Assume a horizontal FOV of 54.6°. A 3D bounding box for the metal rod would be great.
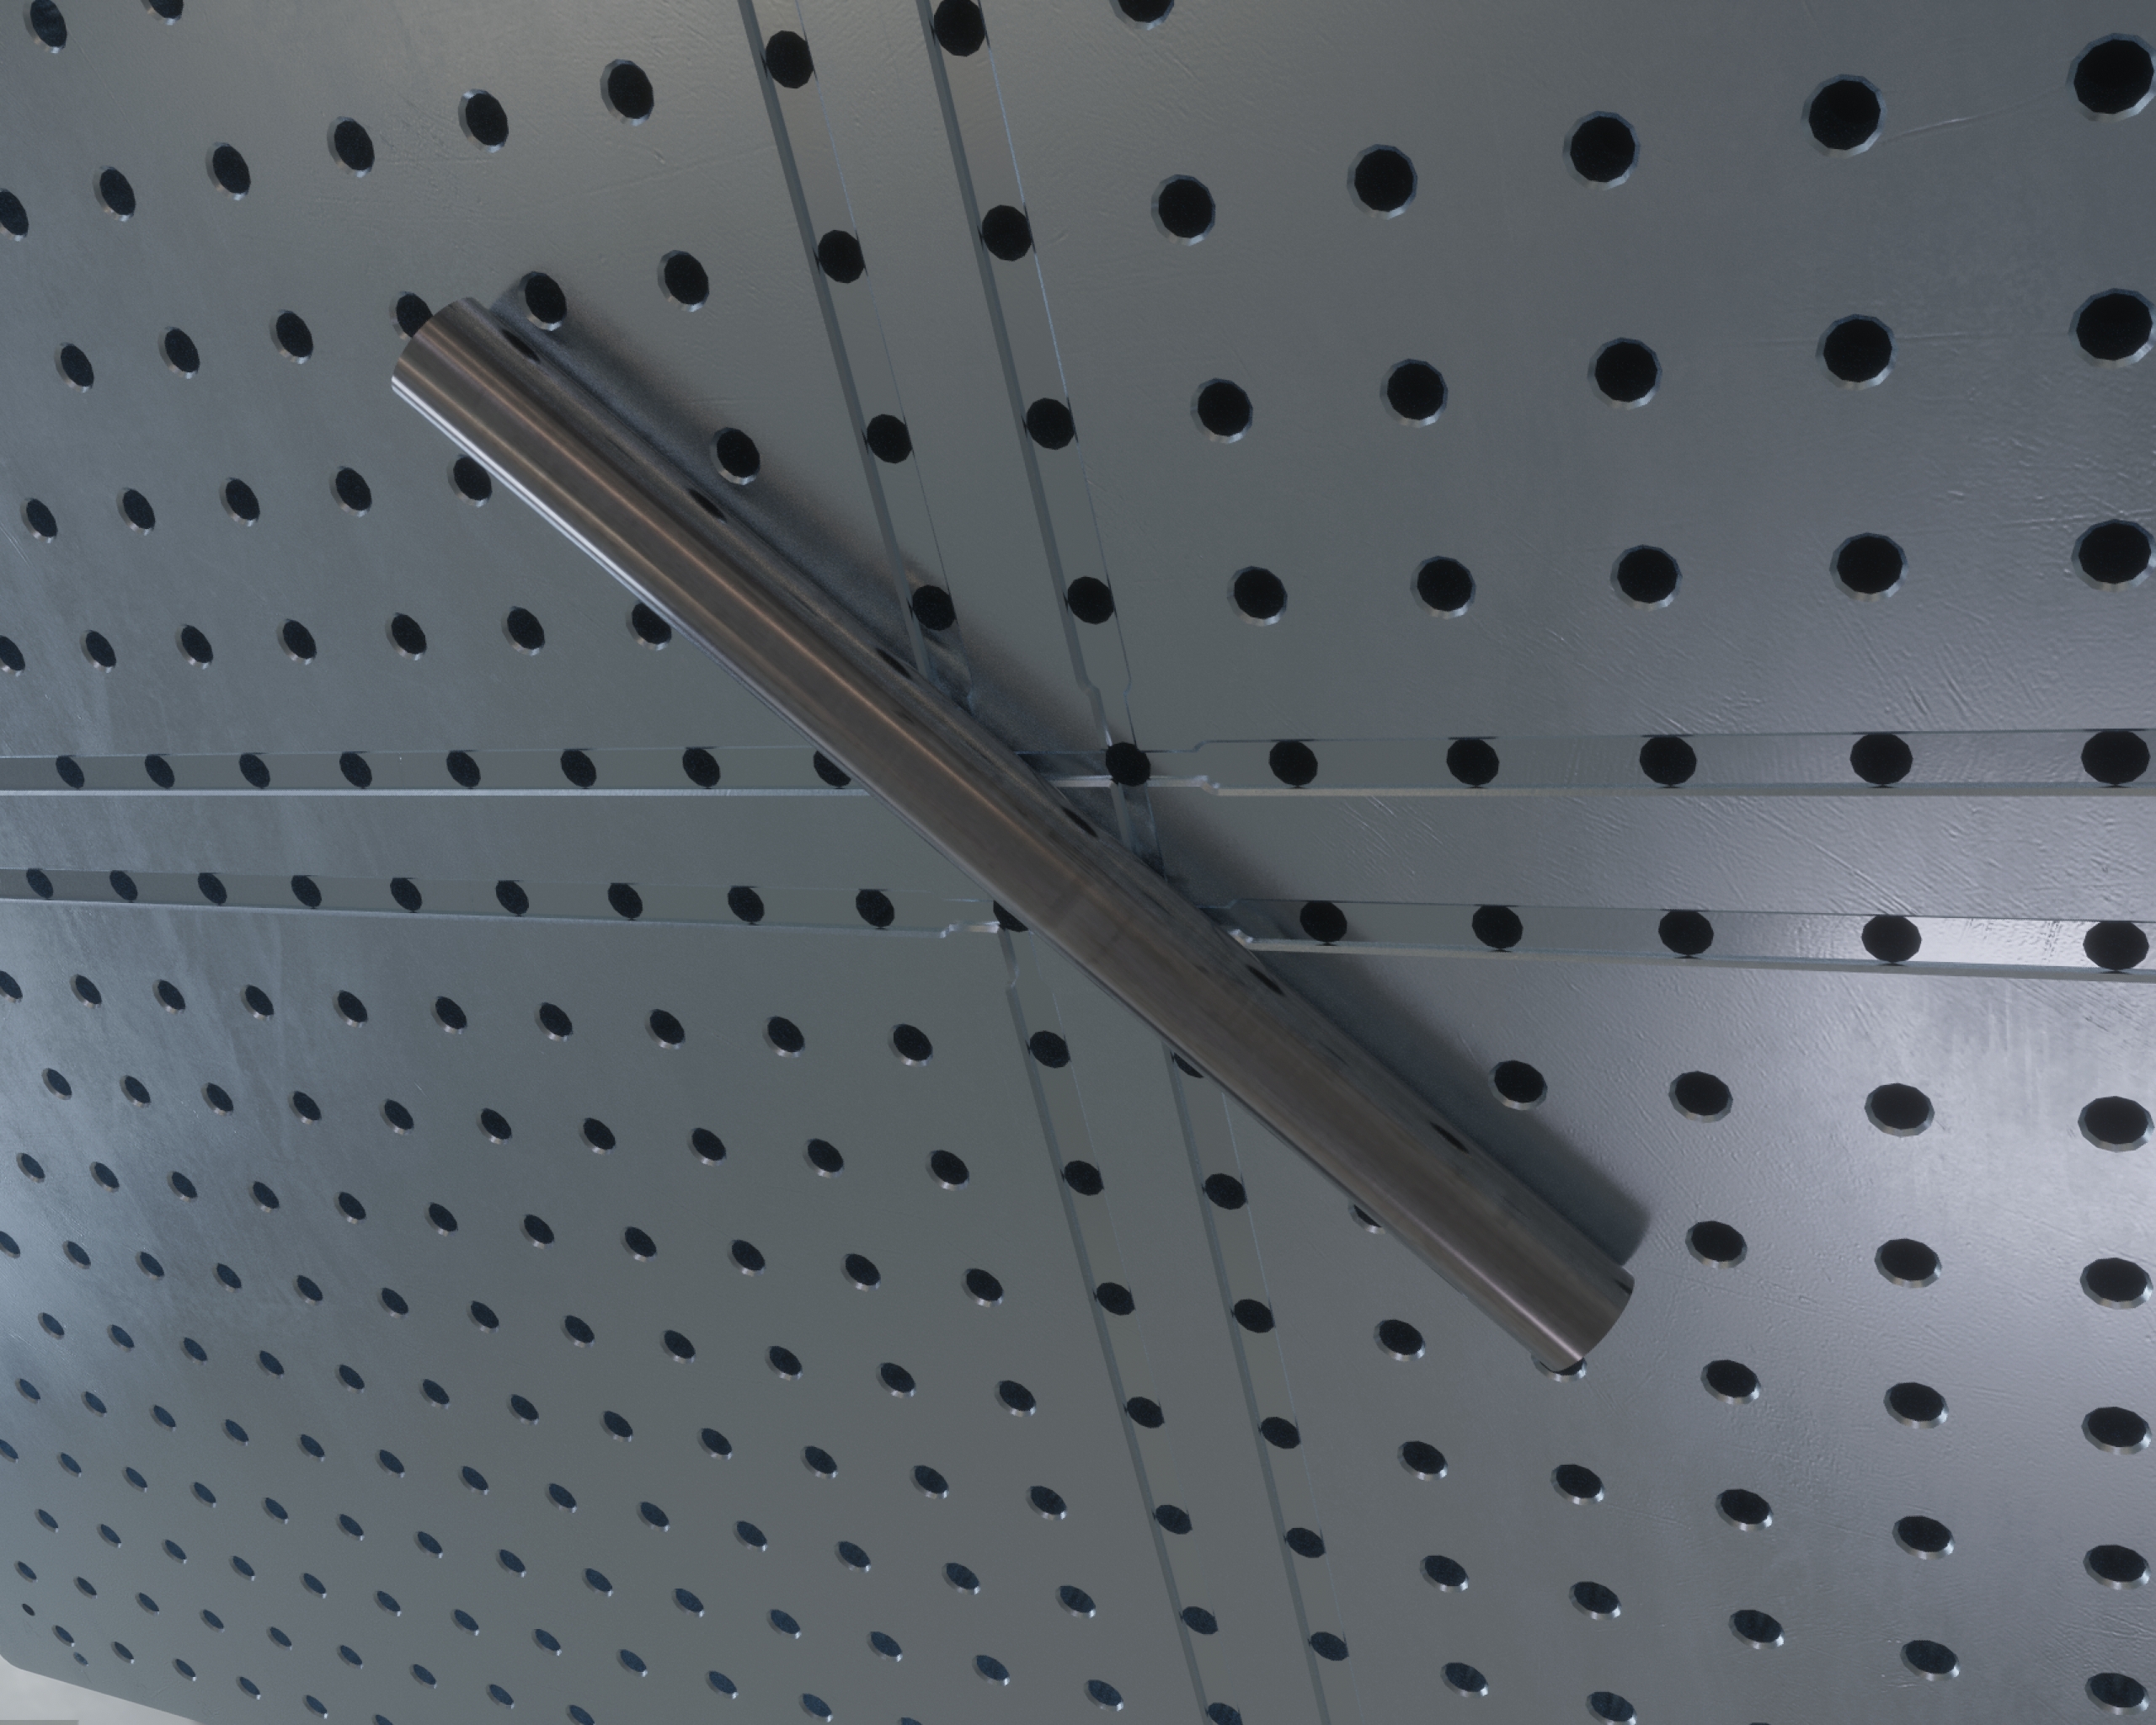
[{"bbox_3d":[-0.013,-0.006,0.415,0.300,0.025,0.025,40,129,0],"label":"metal rod"}]
